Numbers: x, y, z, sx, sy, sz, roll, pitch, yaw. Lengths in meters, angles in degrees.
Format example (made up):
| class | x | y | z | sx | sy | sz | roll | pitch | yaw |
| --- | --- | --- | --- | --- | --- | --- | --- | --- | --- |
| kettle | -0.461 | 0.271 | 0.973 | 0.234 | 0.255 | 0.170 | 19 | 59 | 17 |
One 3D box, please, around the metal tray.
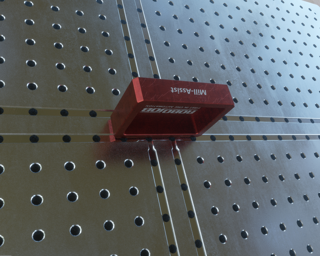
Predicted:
| class | x | y | z | sx | sy | sz | roll | pitch | yaw |
| --- | --- | --- | --- | --- | --- | --- | --- | --- | --- |
| metal tray | 0.015 | -0.021 | 0.386 | 0.131 | 0.090 | 0.030 | 0 | 62 | -28 |
